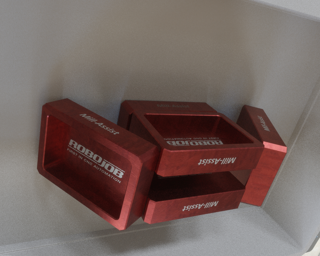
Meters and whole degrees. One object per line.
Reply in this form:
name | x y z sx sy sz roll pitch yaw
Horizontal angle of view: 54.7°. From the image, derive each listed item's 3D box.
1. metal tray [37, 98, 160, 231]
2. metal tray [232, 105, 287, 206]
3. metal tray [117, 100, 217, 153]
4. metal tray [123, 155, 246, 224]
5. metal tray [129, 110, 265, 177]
metal tray | -0.071 0.035 0.324 0.030 0.130 0.089 -26 137 -55
metal tray | 0.126 0.033 0.429 0.030 0.130 0.089 14 115 -2
metal tray | 0.007 0.011 0.414 0.131 0.030 0.089 -1 119 -29
metal tray | 0.027 0.066 0.381 0.131 0.090 0.030 -1 118 -29
metal tray | 0.041 0.013 0.355 0.131 0.090 0.030 0 118 -29
